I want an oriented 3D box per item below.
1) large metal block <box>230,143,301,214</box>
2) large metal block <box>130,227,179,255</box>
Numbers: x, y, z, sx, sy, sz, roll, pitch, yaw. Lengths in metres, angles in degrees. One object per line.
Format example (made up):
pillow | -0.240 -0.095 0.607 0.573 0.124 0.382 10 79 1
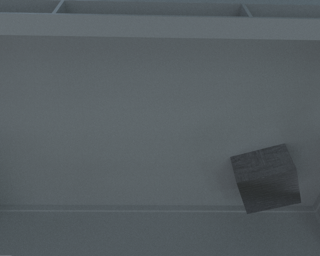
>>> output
large metal block | 0.157 0.077 0.461 0.080 0.050 0.080 -16 129 13
large metal block | -0.007 0.240 0.600 0.080 0.050 0.080 -8 130 6
